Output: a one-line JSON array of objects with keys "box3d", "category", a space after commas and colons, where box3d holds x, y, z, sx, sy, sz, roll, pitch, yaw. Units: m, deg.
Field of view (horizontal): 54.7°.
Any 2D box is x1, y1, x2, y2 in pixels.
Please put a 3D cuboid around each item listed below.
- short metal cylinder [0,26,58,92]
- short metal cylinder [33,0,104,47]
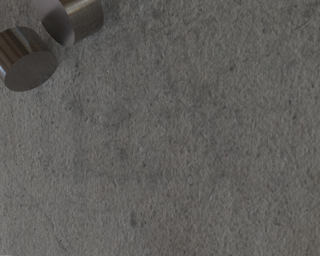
[{"box3d": [-0.198, -0.098, 0.448, 0.080, 0.080, 0.050, -43, 77, 14], "category": "short metal cylinder"}, {"box3d": [-0.122, -0.156, 0.415, 0.080, 0.080, 0.050, 39, 59, 15], "category": "short metal cylinder"}]
